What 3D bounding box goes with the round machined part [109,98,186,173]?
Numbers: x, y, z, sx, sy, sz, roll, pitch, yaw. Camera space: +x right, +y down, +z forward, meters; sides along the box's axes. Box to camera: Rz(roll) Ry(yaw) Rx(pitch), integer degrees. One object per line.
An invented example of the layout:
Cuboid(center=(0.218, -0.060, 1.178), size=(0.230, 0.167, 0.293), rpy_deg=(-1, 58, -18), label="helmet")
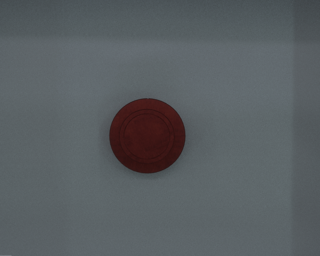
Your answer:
Cuboid(center=(-0.016, 0.010, 0.399), size=(0.099, 0.042, 0.097), rpy_deg=(0, 90, -1), label="round machined part")
